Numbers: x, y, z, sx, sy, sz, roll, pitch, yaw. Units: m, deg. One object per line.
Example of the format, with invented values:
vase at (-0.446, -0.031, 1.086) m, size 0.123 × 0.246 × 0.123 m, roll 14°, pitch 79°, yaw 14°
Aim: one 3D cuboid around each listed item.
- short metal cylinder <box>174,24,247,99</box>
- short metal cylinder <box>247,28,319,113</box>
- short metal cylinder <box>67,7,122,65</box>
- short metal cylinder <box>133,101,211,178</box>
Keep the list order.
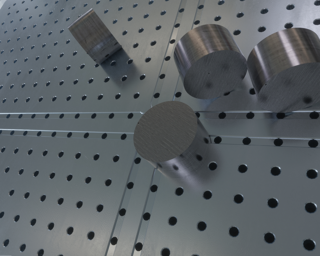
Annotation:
short metal cylinder at (0.062, -0.082, 0.390) m, size 0.080 × 0.080 × 0.050 m, roll -25°, pitch 53°, yaw 13°
short metal cylinder at (0.141, -0.060, 0.336) m, size 0.080 × 0.080 × 0.050 m, roll -18°, pitch 55°, yaw 18°
short metal cylinder at (-0.110, -0.155, 0.526) m, size 0.050 × 0.080 × 0.080 m, roll -38°, pitch 51°, yaw 3°
short metal cylinder at (0.015, 0.014, 0.376) m, size 0.080 × 0.050 × 0.080 m, roll -13°, pitch 56°, yaw 21°
